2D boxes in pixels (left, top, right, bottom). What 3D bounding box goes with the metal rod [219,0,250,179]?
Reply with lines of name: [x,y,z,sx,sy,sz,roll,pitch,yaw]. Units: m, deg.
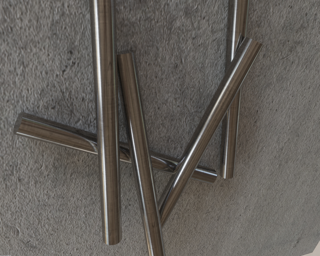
metal rod: [0.101,-0.048,0.431,0.025,0.025,0.298,-17,126,-19]

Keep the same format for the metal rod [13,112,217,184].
metal rod: [-0.033,0.036,0.411,0.302,0.025,0.025,20,108,-36]

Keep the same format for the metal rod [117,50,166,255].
metal rod: [-0.021,0.055,0.392,0.025,0.025,0.298,-16,114,-20]

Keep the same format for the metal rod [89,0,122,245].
metal rod: [-0.059,0.006,0.350,0.025,0.025,0.298,-9,114,-24]

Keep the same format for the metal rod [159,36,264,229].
metal rod: [0.051,0.024,0.415,0.025,0.025,0.298,13,112,-34]
